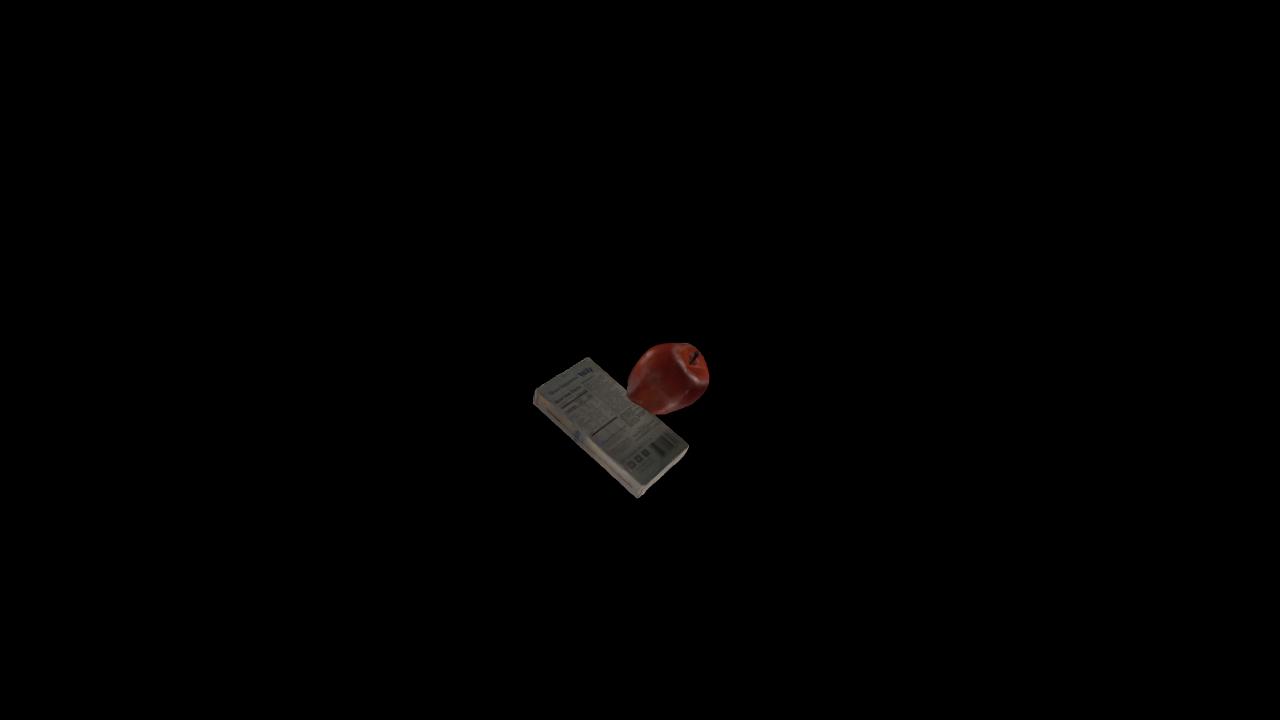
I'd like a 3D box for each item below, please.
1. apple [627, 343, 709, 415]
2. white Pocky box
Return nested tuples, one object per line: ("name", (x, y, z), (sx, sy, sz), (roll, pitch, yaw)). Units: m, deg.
("apple", (0.030, 0.019, 0.666), (0.093, 0.079, 0.079), (-36, -19, 27))
("white Pocky box", (-0.031, 0.067, 0.647), (0.154, 0.028, 0.084), (40, 46, 18))
